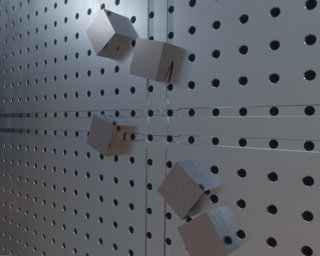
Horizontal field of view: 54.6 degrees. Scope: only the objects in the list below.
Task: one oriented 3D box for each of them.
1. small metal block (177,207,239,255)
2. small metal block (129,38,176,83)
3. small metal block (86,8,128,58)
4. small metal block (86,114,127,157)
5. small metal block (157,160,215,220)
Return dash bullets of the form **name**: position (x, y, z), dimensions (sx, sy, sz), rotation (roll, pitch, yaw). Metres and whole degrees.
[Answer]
- **small metal block**: position (0.055, 0.129, 0.365), dimensions (0.050, 0.025, 0.050), rotation (-40, 66, 32)
- **small metal block**: position (-0.011, -0.092, 0.419), dimensions (0.050, 0.025, 0.050), rotation (21, 104, 38)
- **small metal block**: position (-0.083, -0.145, 0.479), dimensions (0.050, 0.025, 0.050), rotation (-40, 66, 33)
- **small metal block**: position (-0.084, 0.010, 0.480), dimensions (0.050, 0.025, 0.050), rotation (27, 107, 37)
- **small metal block**: position (0.031, 0.076, 0.385), dimensions (0.050, 0.025, 0.050), rotation (46, 118, 30)
